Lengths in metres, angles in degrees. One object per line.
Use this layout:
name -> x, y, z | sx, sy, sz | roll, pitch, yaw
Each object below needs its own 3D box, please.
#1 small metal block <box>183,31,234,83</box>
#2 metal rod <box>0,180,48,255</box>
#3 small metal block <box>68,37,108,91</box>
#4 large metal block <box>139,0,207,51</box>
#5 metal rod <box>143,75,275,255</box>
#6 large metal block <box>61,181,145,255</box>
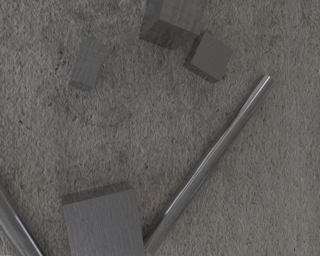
small metal block -> 0.068, -0.098, 0.434 | 0.050, 0.025, 0.050 | 28, 81, -18
metal rod -> -0.148, 0.142, 0.354 | 0.025, 0.025, 0.299 | -30, 100, -18
small metal block -> -0.086, -0.073, 0.364 | 0.025, 0.050, 0.050 | 20, 84, -19
large metal block -> 0.017, -0.151, 0.386 | 0.050, 0.080, 0.080 | 15, 85, -20
metal rod -> 0.072, 0.043, 0.435 | 0.025, 0.025, 0.300 | 42, 77, -16
large metal block -> -0.069, 0.116, 0.371 | 0.081, 0.050, 0.080 | -10, 94, -20
